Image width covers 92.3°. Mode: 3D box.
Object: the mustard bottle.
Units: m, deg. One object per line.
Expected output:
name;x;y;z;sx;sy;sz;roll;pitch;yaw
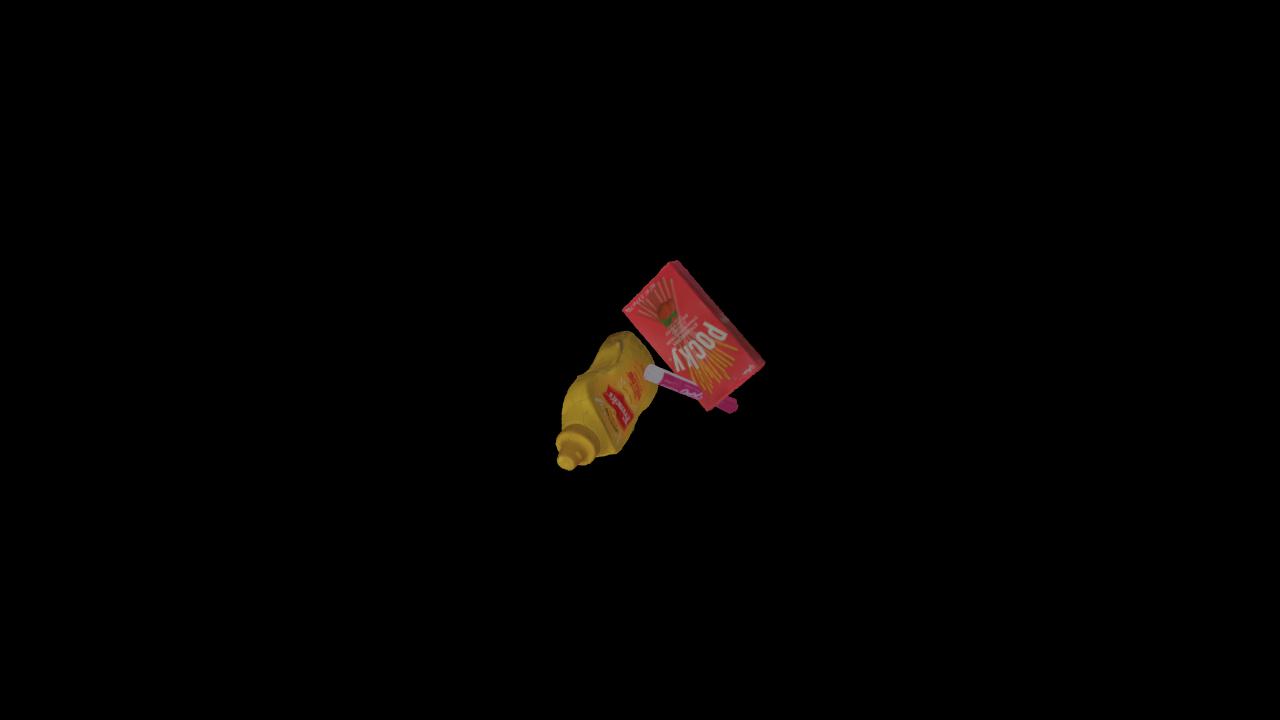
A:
mustard bottle;-0.038;0.050;0.643;0.054;0.092;0.184;-5;29;27

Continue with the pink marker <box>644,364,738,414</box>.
pink marker;0.060;0.034;0.689;0.121;0.020;0.020;23;-9;-22

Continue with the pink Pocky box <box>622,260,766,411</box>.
pink Pocky box;0.058;-0.027;0.688;0.084;0.155;0.029;-43;-7;27
